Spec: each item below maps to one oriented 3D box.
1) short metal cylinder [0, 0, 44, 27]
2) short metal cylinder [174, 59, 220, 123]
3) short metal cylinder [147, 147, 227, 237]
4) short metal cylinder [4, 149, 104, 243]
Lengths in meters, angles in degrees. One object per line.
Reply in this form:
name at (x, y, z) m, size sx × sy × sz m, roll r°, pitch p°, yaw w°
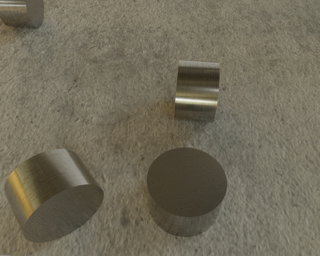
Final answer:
short metal cylinder at (-0.247, -0.221, 0.550) m, size 0.050 × 0.080 × 0.080 m, roll 1°, pitch 50°, yaw 1°
short metal cylinder at (0.048, -0.048, 0.409) m, size 0.050 × 0.080 × 0.080 m, roll 5°, pitch 50°, yaw 4°
short metal cylinder at (0.027, 0.068, 0.331) m, size 0.081 × 0.050 × 0.080 m, roll 0°, pitch 50°, yaw 0°
short metal cylinder at (-0.104, 0.067, 0.310) m, size 0.081 × 0.080 × 0.050 m, roll -29°, pitch 56°, yaw -22°
